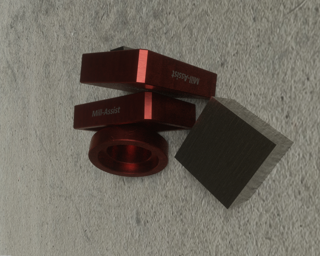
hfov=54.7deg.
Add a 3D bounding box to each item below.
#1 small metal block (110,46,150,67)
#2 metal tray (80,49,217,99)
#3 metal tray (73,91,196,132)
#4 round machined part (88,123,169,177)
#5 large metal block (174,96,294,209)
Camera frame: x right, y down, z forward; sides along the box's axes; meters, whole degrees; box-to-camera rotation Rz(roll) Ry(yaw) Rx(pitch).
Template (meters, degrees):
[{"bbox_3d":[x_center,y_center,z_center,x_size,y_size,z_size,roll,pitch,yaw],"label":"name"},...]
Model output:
[{"bbox_3d":[-0.039,-0.079,0.418,0.025,0.050,0.050,-5,87,40],"label":"small metal block"},{"bbox_3d":[-0.008,-0.055,0.341,0.090,0.131,0.030,7,92,39],"label":"metal tray"},{"bbox_3d":[-0.033,-0.014,0.385,0.130,0.091,0.030,-6,80,39],"label":"metal tray"},{"bbox_3d":[-0.038,0.023,0.395,0.098,0.098,0.042,-27,46,36],"label":"round machined part"},{"bbox_3d":[0.075,0.023,0.326,0.080,0.050,0.080,43,116,31],"label":"large metal block"}]
